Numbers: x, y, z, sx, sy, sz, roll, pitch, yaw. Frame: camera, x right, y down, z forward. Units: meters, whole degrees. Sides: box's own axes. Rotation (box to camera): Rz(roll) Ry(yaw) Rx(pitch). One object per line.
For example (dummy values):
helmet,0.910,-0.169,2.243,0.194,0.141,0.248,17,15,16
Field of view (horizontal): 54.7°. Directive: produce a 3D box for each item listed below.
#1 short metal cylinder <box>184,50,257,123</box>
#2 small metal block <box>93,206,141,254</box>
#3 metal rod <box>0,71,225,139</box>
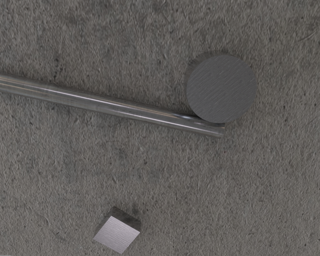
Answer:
short metal cylinder,0.070,-0.052,0.378,0.081,0.050,0.079,0,110,0
small metal block,-0.064,0.153,0.466,0.050,0.025,0.050,34,106,-12
metal rod,-0.065,-0.029,0.398,0.302,0.025,0.025,12,110,-5
